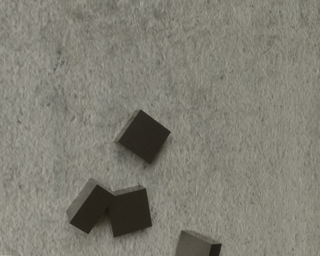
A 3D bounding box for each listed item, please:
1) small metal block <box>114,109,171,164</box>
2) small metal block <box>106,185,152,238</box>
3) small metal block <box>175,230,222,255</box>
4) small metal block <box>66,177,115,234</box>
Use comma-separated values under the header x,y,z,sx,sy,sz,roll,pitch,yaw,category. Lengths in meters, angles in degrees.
x,y,z,sx,sy,sz,roll,pitch,yaw,category
-0.023,0.011,0.402,0.050,0.025,0.050,37,78,-17,small metal block
-0.041,0.105,0.395,0.050,0.025,0.050,-10,94,-20,small metal block
0.049,0.170,0.412,0.025,0.050,0.050,20,83,-46,small metal block
-0.083,0.090,0.366,0.025,0.050,0.050,38,78,-17,small metal block
